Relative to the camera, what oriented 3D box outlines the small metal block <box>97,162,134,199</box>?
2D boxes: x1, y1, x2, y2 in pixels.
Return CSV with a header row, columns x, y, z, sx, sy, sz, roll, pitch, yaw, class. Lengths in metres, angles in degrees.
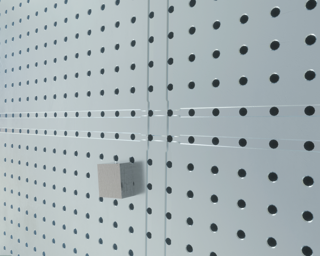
x,y,z,sx,sy,sz,roll,pitch,yaw,class
-0.067,0.078,0.466,0.050,0.025,0.050,-7,86,40,small metal block
